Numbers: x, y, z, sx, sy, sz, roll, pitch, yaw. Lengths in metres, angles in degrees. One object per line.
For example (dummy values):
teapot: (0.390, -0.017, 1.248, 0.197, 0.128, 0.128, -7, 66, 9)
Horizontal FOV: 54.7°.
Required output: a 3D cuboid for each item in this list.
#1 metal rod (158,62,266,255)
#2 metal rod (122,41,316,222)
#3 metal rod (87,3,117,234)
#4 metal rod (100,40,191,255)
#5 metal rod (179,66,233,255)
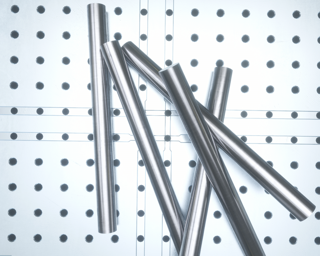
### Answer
metal rod: (0.074, 0.063, 0.378, 0.025, 0.025, 0.299, -26, 105, 0)
metal rod: (0.060, -0.005, 0.381, 0.300, 0.025, 0.025, 44, 90, 12)
metal rod: (-0.077, -0.012, 0.412, 0.025, 0.025, 0.298, -3, 90, -1)
metal rod: (-0.013, 0.033, 0.404, 0.025, 0.025, 0.298, -20, 94, 0)
metal rod: (0.056, 0.067, 0.398, 0.025, 0.025, 0.298, 11, 84, -1)
